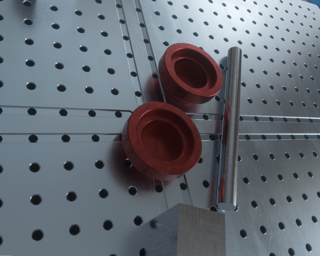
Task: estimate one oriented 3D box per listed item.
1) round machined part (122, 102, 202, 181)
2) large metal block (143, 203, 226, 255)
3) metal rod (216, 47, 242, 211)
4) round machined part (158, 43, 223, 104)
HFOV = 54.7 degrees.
[{"bbox_3d":[-0.001,0.019,0.385,0.099,0.042,0.098,14,56,-21],"label":"round machined part"},{"bbox_3d":[0.021,0.129,0.305,0.050,0.080,0.080,18,55,-18],"label":"large metal block"},{"bbox_3d":[0.110,-0.019,0.479,0.025,0.025,0.300,23,53,-14],"label":"metal rod"},{"bbox_3d":[0.042,-0.077,0.467,0.099,0.042,0.098,14,56,-21],"label":"round machined part"}]
